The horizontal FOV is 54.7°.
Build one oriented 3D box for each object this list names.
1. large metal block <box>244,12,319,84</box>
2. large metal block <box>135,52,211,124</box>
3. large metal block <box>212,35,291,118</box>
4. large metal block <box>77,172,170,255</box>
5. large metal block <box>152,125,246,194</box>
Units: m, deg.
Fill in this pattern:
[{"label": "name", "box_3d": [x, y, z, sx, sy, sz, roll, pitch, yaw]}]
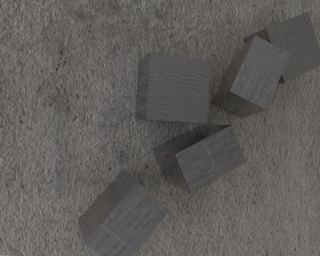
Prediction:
[{"label": "large metal block", "box_3d": [0.186, -0.116, 0.464, 0.081, 0.050, 0.080, -25, 99, -19]}, {"label": "large metal block", "box_3d": [0.015, -0.048, 0.401, 0.081, 0.050, 0.080, 4, 89, -20]}, {"label": "large metal block", "box_3d": [0.118, -0.064, 0.418, 0.050, 0.080, 0.080, 27, 81, -4]}, {"label": "large metal block", "box_3d": [-0.046, 0.103, 0.363, 0.050, 0.080, 0.080, 45, 76, -15]}, {"label": "large metal block", "box_3d": [0.047, 0.035, 0.397, 0.081, 0.080, 0.050, -26, 99, -18]}]
